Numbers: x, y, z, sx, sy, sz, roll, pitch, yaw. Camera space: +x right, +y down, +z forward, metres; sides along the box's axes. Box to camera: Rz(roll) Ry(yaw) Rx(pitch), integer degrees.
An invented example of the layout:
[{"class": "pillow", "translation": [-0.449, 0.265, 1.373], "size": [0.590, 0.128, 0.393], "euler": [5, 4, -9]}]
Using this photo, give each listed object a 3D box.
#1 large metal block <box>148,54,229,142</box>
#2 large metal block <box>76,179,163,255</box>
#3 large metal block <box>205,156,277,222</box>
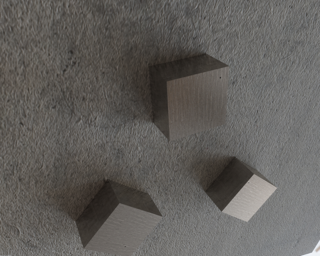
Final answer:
[{"class": "large metal block", "translation": [0.036, -0.039, 0.385], "size": [0.081, 0.050, 0.079], "euler": [-17, 125, -19]}, {"class": "large metal block", "translation": [-0.058, 0.129, 0.439], "size": [0.080, 0.050, 0.080], "euler": [30, 102, -38]}, {"class": "large metal block", "translation": [0.140, 0.107, 0.533], "size": [0.080, 0.050, 0.080], "euler": [30, 102, -38]}]
